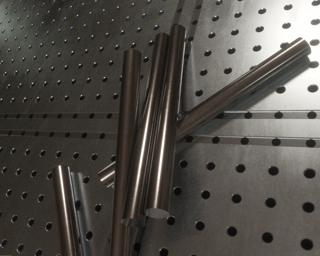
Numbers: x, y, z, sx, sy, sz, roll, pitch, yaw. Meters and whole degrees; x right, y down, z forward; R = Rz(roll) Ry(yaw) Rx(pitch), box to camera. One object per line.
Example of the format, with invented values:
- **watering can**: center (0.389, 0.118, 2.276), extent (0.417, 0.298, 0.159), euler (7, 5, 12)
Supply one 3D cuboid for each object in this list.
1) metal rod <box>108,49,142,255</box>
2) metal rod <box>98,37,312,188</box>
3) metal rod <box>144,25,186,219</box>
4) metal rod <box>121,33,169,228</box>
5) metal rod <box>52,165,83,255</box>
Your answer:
- **metal rod**: center (-0.041, 0.039, 0.373), extent (0.025, 0.025, 0.299), euler (-8, 68, 24)
- **metal rod**: center (0.051, -0.017, 0.390), extent (0.300, 0.025, 0.025), euler (-34, 52, 5)
- **metal rod**: center (0.013, -0.034, 0.393), extent (0.025, 0.025, 0.300), euler (-11, 49, 22)
- **metal rod**: center (-0.011, -0.023, 0.400), extent (0.025, 0.025, 0.300), euler (-11, 49, 22)
- **metal rod**: center (-0.097, 0.171, 0.352), extent (0.025, 0.025, 0.299), euler (-29, 52, 9)
